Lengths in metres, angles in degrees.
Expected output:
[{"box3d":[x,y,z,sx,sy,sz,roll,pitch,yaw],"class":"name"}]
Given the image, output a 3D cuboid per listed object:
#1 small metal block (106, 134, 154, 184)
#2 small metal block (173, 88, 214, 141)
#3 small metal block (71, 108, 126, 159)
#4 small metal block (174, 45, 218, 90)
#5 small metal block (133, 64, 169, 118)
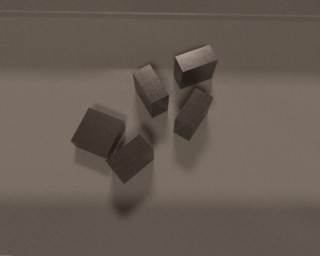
[{"box3d":[-0.035,0.039,0.382,0.050,0.050,0.025,-39,75,-13],"class":"small metal block"},{"box3d":[0.042,-0.016,0.403,0.025,0.050,0.050,31,73,10],"class":"small metal block"},{"box3d":[-0.079,0.008,0.406,0.050,0.025,0.050,21,71,7],"class":"small metal block"},{"box3d":[0.048,-0.083,0.427,0.050,0.050,0.025,-21,72,-8],"class":"small metal block"},{"box3d":[-0.012,-0.048,0.414,0.025,0.050,0.050,-28,73,-10],"class":"small metal block"}]
